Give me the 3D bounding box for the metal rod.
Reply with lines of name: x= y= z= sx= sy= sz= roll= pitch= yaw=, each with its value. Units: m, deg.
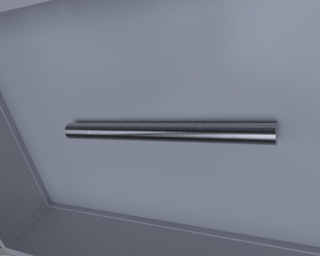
metal rod: x=-0.004 y=0.006 z=0.410 sx=0.301 sy=0.025 sz=0.025 roll=1 pitch=119 yaw=27
